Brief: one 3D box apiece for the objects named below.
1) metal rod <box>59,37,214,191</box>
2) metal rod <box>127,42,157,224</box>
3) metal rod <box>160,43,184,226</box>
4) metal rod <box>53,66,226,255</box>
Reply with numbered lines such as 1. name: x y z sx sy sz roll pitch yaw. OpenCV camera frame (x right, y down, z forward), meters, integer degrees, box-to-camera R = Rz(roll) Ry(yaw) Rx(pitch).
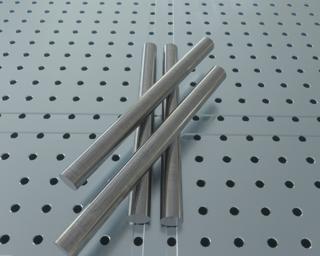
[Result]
1. metal rod: -0.012 -0.037 0.407 0.025 0.025 0.301 28 55 21
2. metal rod: -0.020 -0.019 0.424 0.025 0.025 0.300 1 50 1
3. metal rod: 0.015 -0.016 0.422 0.025 0.025 0.300 1 50 1
4. metal rod: -0.002 0.017 0.361 0.025 0.025 0.301 28 55 21
